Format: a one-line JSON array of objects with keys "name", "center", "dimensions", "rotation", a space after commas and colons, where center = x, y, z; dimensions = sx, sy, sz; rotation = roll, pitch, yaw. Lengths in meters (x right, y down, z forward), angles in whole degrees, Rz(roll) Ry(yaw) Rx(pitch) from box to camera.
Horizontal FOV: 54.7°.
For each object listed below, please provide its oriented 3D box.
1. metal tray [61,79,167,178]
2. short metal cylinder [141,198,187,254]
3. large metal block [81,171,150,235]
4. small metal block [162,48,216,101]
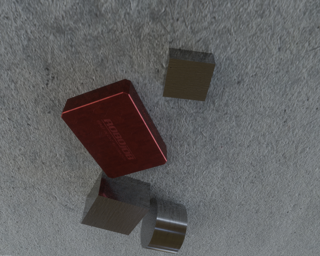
[{"name": "metal tray", "center": [-0.055, 0.007, 0.409], "dimensions": [0.090, 0.030, 0.130], "rotation": [-17, 128, 13]}, {"name": "short metal cylinder", "center": [0.005, 0.159, 0.507], "dimensions": [0.050, 0.080, 0.079], "rotation": [16, 128, -14]}, {"name": "large metal block", "center": [-0.070, 0.120, 0.492], "dimensions": [0.080, 0.050, 0.079], "rotation": [21, 127, -17]}, {"name": "small metal block", "center": [0.032, -0.061, 0.356], "dimensions": [0.050, 0.025, 0.050], "rotation": [6, 130, -6]}]
